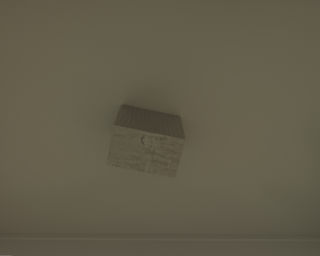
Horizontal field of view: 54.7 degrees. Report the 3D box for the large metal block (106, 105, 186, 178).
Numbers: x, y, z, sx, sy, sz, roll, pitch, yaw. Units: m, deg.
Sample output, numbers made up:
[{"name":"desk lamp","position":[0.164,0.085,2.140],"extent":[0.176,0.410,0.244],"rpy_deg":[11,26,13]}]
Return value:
[{"name":"large metal block","position":[-0.017,0.013,0.384],"extent":[0.081,0.080,0.050],"rpy_deg":[11,110,-5]}]
